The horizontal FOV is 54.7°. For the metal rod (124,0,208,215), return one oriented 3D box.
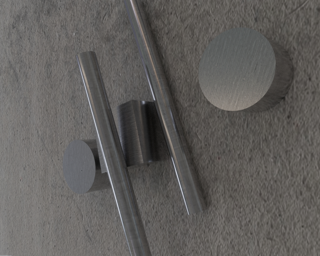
[{"bbox_3d":[0.003,-0.040,0.402,0.025,0.025,0.299,-27,73,37],"label":"metal rod"}]

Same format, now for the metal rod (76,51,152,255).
[{"bbox_3d":[-0.053,0.051,0.383,0.025,0.025,0.298,-19,86,38],"label":"metal rod"}]

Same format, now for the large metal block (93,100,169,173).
[{"bbox_3d":[-0.041,0.013,0.423,0.080,0.050,0.080,-19,78,38],"label":"large metal block"}]

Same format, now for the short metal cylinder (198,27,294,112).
[{"bbox_3d":[0.087,-0.056,0.317,0.080,0.050,0.080,0,90,40],"label":"short metal cylinder"}]

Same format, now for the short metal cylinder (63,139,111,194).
[{"bbox_3d":[-0.104,0.057,0.475,0.080,0.050,0.080,0,90,40],"label":"short metal cylinder"}]
